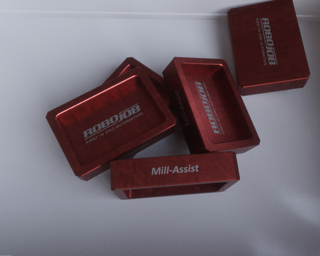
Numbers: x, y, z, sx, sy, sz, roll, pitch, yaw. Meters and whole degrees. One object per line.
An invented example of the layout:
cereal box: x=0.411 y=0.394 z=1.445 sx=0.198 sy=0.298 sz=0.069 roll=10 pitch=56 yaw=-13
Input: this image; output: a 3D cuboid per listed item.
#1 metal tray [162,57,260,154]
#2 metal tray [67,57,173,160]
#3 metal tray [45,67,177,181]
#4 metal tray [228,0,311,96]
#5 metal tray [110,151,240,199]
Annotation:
metal tray: x=0.065 y=-0.028 z=0.397 sx=0.091 sy=0.030 sz=0.130 roll=-6 pitch=67 yaw=-32
metal tray: x=-0.046 y=-0.022 z=0.414 sx=0.090 sy=0.030 sz=0.130 roll=36 pitch=73 yaw=11
metal tray: x=-0.057 y=-0.007 z=0.376 sx=0.131 sy=0.030 sz=0.090 roll=-29 pitch=73 yaw=-11
metal tray: x=0.150 y=-0.115 z=0.439 sx=0.090 sy=0.030 sz=0.129 roll=-7 pitch=70 yaw=11
metal tray: x=0.015 y=0.057 z=0.354 sx=0.131 sy=0.090 sz=0.030 roll=-4 pitch=70 yaw=-2
